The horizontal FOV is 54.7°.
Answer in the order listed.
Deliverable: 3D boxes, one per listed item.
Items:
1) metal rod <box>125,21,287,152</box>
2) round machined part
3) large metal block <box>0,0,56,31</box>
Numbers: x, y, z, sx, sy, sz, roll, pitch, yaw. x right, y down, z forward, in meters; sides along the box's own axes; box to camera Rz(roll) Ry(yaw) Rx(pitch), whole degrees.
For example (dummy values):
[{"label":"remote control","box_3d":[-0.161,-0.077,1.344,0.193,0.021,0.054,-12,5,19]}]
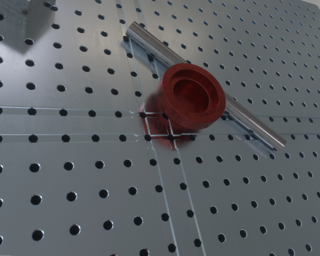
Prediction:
[{"label":"metal rod","box_3d":[0.074,-0.063,0.485,0.301,0.025,0.025,37,51,-3]},{"label":"round machined part","box_3d":[0.040,-0.041,0.442,0.099,0.042,0.098,12,59,-19]},{"label":"large metal block","box_3d":[-0.189,-0.187,0.404,0.080,0.050,0.080,29,52,-10]}]
